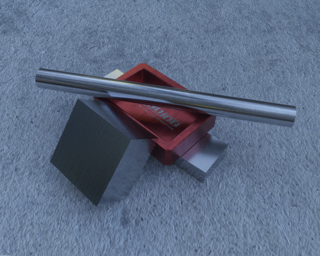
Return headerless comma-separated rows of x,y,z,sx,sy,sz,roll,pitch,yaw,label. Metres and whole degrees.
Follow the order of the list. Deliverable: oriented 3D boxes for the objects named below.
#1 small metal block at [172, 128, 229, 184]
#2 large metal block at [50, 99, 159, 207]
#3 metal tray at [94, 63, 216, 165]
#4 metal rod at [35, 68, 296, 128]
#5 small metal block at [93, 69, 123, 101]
0.047,0.031,0.379,0.050,0.025,0.050,31,56,23,small metal block
-0.062,0.024,0.337,0.080,0.080,0.050,35,17,26,large metal block
-0.007,-0.023,0.387,0.130,0.030,0.090,36,58,26,metal tray
0.000,-0.037,0.364,0.302,0.025,0.025,9,51,7,metal rod
-0.064,-0.053,0.448,0.050,0.025,0.050,37,59,26,small metal block
